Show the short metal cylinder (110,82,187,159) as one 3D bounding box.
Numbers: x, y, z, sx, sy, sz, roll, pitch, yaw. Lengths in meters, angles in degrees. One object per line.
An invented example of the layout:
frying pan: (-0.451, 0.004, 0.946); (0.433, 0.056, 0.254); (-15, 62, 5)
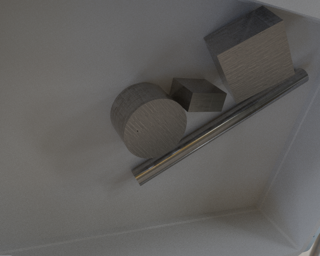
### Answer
short metal cylinder: (-0.014, -0.010, 0.380); (0.081, 0.050, 0.079); (-14, 125, -21)

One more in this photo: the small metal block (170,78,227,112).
small metal block: (0.047, -0.043, 0.394); (0.050, 0.050, 0.025); (-2, 120, -28)

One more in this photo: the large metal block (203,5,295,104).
large metal block: (0.112, -0.090, 0.388); (0.080, 0.050, 0.080); (-28, 130, 8)

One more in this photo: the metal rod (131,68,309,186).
metal rod: (0.094, -0.006, 0.458); (0.301, 0.025, 0.025); (-31, 129, -9)
